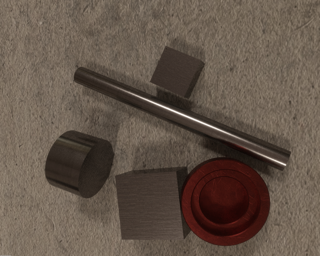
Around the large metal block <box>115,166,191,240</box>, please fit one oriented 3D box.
[{"bbox_3d":[-0.006,0.095,0.397,0.080,0.050,0.080,-7,88,19],"label":"large metal block"}]

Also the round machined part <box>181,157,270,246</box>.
[{"bbox_3d":[0.074,0.083,0.364,0.099,0.042,0.097,0,92,2],"label":"round machined part"}]

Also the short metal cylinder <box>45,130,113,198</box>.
[{"bbox_3d":[-0.106,0.048,0.416,0.050,0.080,0.079,15,95,19],"label":"short metal cylinder"}]

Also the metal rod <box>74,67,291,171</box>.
[{"bbox_3d":[0.015,-0.019,0.402,0.301,0.025,0.025,24,98,18],"label":"metal rod"}]

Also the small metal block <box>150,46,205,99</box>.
[{"bbox_3d":[0.023,-0.071,0.400,0.050,0.025,0.050,27,99,17],"label":"small metal block"}]
